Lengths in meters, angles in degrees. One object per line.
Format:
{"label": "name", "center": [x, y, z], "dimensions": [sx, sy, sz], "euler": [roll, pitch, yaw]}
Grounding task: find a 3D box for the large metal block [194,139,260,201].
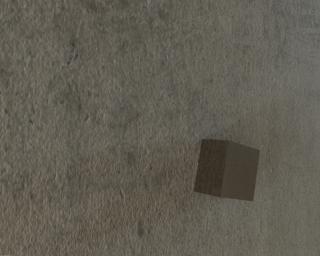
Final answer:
{"label": "large metal block", "center": [0.104, 0.065, 0.474], "dimensions": [0.080, 0.050, 0.080], "euler": [16, 80, -39]}
